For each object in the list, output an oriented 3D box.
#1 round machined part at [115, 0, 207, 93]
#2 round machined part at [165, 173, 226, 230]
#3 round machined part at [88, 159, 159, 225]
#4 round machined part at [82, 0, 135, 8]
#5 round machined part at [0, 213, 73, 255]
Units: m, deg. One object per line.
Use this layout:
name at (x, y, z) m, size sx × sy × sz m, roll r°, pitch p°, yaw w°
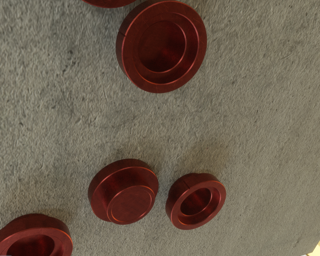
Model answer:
round machined part at (-0.002, -0.091, 0.339) m, size 0.099 × 0.042 × 0.097 m, roll -14°, pitch 124°, yaw -21°
round machined part at (0.052, 0.111, 0.493) m, size 0.099 × 0.042 × 0.097 m, roll -14°, pitch 124°, yaw -21°
round machined part at (-0.046, 0.094, 0.429) m, size 0.099 × 0.042 × 0.097 m, roll -14°, pitch 124°, yaw -21°
round machined part at (-0.050, -0.159, 0.270) m, size 0.099 × 0.042 × 0.097 m, roll -14°, pitch 124°, yaw -21°
round machined part at (-0.166, 0.150, 0.398) m, size 0.099 × 0.042 × 0.097 m, roll -14°, pitch 124°, yaw -21°
